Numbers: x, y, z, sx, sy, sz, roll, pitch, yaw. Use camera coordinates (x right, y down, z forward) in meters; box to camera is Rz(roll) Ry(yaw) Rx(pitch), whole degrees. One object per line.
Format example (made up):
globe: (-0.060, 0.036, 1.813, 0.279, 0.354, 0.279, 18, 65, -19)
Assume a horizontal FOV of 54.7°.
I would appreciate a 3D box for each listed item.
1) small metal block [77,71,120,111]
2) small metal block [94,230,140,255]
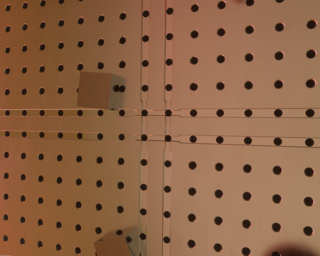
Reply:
small metal block: (-0.088, -0.053, 0.442, 0.050, 0.025, 0.050, 7, 92, 19)
small metal block: (-0.058, 0.176, 0.432, 0.050, 0.025, 0.050, -18, 84, 18)
